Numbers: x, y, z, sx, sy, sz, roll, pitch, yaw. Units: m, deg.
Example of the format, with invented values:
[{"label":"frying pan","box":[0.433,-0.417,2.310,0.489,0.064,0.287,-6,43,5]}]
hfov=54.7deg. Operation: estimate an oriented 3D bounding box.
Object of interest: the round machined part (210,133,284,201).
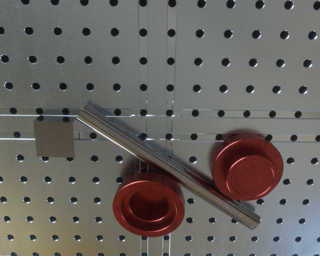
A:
[{"label":"round machined part","box":[0.122,0.060,0.428,0.099,0.042,0.097,0,110,0]}]

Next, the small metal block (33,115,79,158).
[{"label":"small metal block","box":[-0.138,0.011,0.416,0.050,0.025,0.050,2,110,-1]}]

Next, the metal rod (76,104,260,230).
[{"label":"metal rod","box":[0.020,0.060,0.435,0.301,0.025,0.025,34,107,-12]}]

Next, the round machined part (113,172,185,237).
[{"label":"round machined part","box":[-0.014,0.103,0.438,0.099,0.042,0.097,2,116,4]}]
